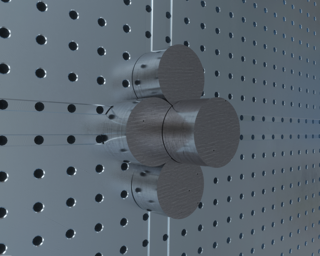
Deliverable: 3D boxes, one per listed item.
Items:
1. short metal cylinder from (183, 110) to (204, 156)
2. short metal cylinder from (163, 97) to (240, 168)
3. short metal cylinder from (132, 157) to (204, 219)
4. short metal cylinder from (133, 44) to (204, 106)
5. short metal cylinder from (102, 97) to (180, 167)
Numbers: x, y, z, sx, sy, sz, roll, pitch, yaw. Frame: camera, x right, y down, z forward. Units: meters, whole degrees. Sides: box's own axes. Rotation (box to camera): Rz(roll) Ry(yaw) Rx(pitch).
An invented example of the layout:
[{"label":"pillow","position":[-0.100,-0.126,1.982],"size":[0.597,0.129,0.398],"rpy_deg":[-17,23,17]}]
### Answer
[{"label":"short metal cylinder","position":[0.045,0.005,0.429],"size":[0.081,0.050,0.079],"rpy_deg":[0,90,-40]},{"label":"short metal cylinder","position":[0.050,0.005,0.368],"size":[0.081,0.050,0.079],"rpy_deg":[0,90,-40]},{"label":"short metal cylinder","position":[0.011,0.073,0.401],"size":[0.081,0.050,0.080],"rpy_deg":[2,87,-40]},{"label":"short metal cylinder","position":[0.012,-0.063,0.402],"size":[0.081,0.050,0.079],"rpy_deg":[0,90,-41]},{"label":"short metal cylinder","position":[-0.021,0.004,0.374],"size":[0.081,0.050,0.079],"rpy_deg":[0,90,-40]}]
